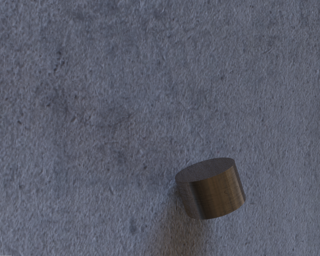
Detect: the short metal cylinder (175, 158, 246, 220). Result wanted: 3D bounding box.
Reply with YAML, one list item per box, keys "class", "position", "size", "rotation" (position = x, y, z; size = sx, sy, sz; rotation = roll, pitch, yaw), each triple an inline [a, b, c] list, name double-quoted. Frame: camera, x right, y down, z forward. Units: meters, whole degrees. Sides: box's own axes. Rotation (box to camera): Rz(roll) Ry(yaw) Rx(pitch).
- class: "short metal cylinder"
  position: [0.065, 0.077, 0.405]
  size: [0.081, 0.080, 0.050]
  rotation: [-21, 97, -19]
